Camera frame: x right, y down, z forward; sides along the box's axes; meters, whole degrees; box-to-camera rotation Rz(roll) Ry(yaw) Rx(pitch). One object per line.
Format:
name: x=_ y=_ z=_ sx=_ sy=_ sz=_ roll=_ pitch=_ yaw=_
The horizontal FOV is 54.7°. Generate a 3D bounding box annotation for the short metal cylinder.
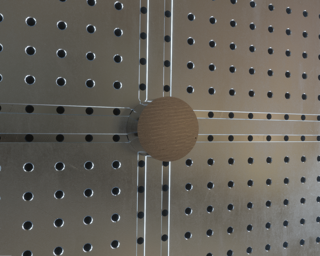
short metal cylinder: x=0.003 y=0.001 z=0.401 sx=0.081 sy=0.050 sz=0.079 roll=0 pitch=90 yaw=-21
